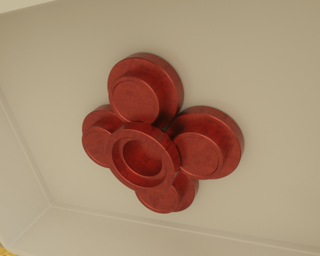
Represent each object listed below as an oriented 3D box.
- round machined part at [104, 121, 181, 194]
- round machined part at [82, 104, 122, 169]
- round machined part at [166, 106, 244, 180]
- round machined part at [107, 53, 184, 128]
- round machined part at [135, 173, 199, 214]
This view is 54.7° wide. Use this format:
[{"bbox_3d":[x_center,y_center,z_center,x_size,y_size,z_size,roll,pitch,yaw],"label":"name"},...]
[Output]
[{"bbox_3d":[-0.019,0.034,0.399,0.098,0.042,0.097,13,124,21],"label":"round machined part"},{"bbox_3d":[-0.072,0.019,0.444,0.098,0.042,0.097,13,124,21],"label":"round machined part"},{"bbox_3d":[0.051,0.025,0.384,0.098,0.042,0.097,13,124,21],"label":"round machined part"},{"bbox_3d":[-0.024,-0.039,0.382,0.098,0.042,0.097,13,124,21],"label":"round machined part"},{"bbox_3d":[0.002,0.083,0.445,0.098,0.042,0.097,12,122,20],"label":"round machined part"}]
